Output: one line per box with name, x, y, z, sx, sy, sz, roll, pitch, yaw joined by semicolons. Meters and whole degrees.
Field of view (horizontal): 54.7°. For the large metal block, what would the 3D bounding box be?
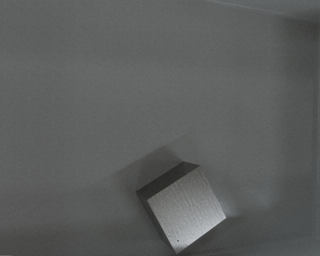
large metal block;0.027;0.101;0.409;0.080;0.050;0.080;-30;100;-18
